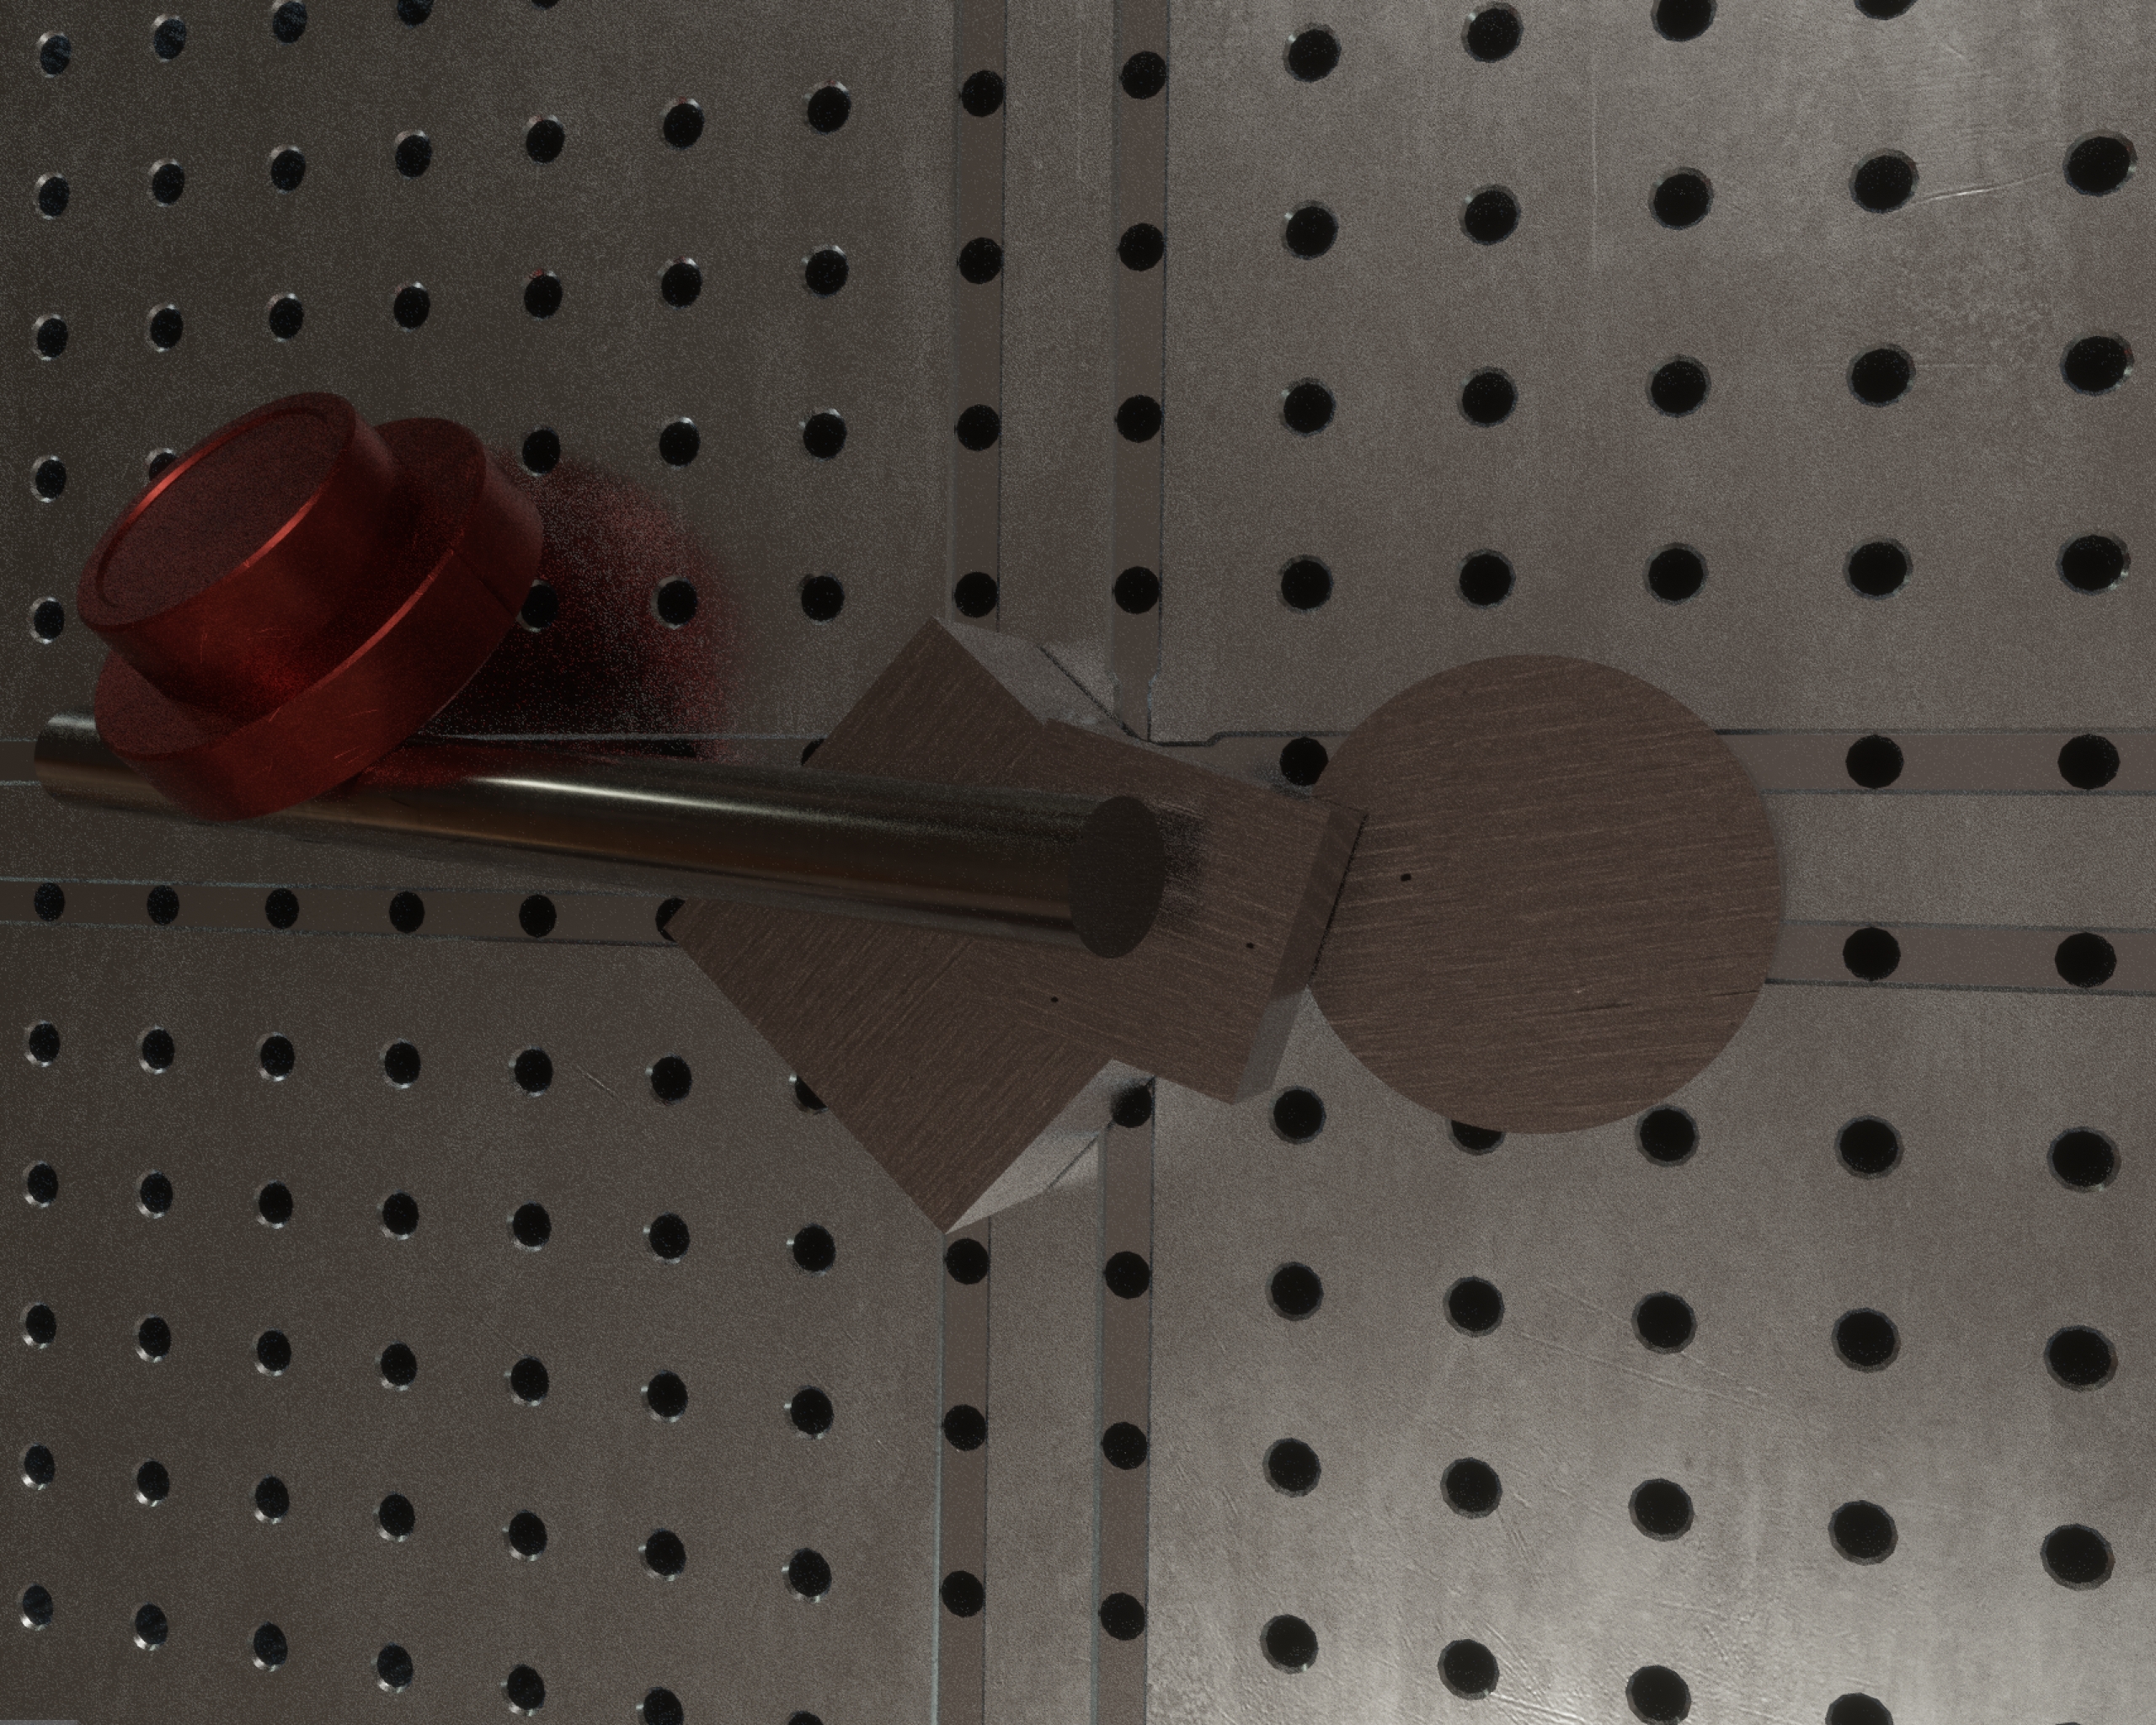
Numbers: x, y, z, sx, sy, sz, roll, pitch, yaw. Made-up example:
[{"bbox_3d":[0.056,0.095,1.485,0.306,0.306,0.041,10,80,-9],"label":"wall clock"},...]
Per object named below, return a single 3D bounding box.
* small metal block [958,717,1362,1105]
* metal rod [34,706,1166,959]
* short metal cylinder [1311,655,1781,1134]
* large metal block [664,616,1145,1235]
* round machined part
[{"bbox_3d":[0.014,0.007,0.351,0.050,0.025,0.050,20,96,18],"label":"small metal block"},{"bbox_3d":[-0.114,-0.011,0.405,0.300,0.025,0.025,6,92,36],"label":"metal rod"},{"bbox_3d":[0.083,0.005,0.370,0.080,0.050,0.079,0,90,19],"label":"short metal cylinder"},{"bbox_3d":[-0.017,0.011,0.402,0.080,0.050,0.080,45,104,14],"label":"large metal block"},{"bbox_3d":[-0.164,-0.059,0.431,0.098,0.042,0.098,-18,44,19],"label":"round machined part"}]
